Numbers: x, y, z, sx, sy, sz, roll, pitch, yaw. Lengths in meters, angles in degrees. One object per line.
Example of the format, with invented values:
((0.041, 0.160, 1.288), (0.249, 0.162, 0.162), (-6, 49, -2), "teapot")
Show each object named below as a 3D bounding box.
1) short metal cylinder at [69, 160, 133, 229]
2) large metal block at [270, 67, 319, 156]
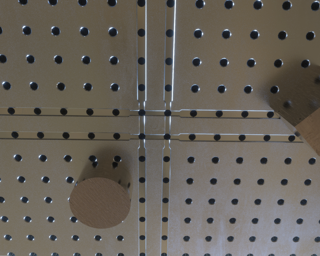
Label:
((-0.079, 0.092, 0.433), (0.081, 0.050, 0.079), (0, 110, -1), "short metal cylinder")
((0.195, -0.024, 0.378), (0.080, 0.080, 0.050), (-41, 105, 13), "large metal block")
